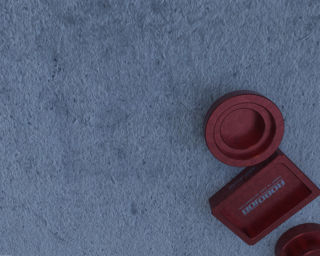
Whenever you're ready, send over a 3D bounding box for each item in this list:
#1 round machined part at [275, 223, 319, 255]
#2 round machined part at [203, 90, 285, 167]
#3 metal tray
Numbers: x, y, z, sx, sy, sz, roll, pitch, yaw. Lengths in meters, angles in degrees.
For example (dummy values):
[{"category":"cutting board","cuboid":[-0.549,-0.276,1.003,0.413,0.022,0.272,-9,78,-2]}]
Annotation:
[{"category":"round machined part","cuboid":[0.234,0.200,0.478,0.099,0.042,0.097,0,110,-1]},{"category":"round machined part","cuboid":[0.105,-0.002,0.402,0.099,0.042,0.097,0,110,-1]},{"category":"metal tray","cuboid":[0.147,0.099,0.445,0.090,0.030,0.130,42,104,-14]}]
